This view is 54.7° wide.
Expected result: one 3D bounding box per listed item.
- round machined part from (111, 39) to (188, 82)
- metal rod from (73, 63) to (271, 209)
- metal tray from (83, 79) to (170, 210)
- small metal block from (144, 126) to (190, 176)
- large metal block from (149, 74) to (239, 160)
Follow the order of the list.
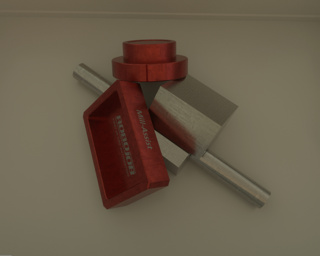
[{"bbox_3d":[-0.013,-0.091,0.400,0.099,0.098,0.042,-2,111,-1],"label":"round machined part"},{"bbox_3d":[0.007,0.004,0.407,0.300,0.025,0.025,35,74,11],"label":"metal rod"},{"bbox_3d":[-0.045,0.020,0.367,0.030,0.090,0.130,2,63,-44],"label":"metal tray"},{"bbox_3d":[0.009,0.030,0.384,0.050,0.050,0.025,36,74,12],"label":"small metal block"},{"bbox_3d":[0.040,-0.018,0.381,0.080,0.050,0.080,35,31,12],"label":"large metal block"}]
